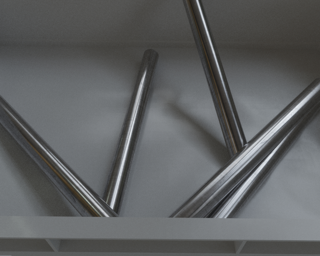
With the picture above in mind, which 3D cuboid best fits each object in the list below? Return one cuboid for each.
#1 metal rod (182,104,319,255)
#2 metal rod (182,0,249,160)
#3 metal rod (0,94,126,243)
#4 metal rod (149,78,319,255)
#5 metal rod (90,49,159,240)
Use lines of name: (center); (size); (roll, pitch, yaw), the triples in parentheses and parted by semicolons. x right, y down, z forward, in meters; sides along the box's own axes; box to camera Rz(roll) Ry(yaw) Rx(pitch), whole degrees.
metal rod: (0.132, 0.036, 0.376); (0.025, 0.025, 0.302); (35, 58, 25)
metal rod: (0.063, -0.101, 0.409); (0.025, 0.025, 0.299); (-12, 77, -10)
metal rod: (-0.146, 0.023, 0.365); (0.025, 0.025, 0.300); (-37, 54, -27)
metal rod: (0.108, 0.027, 0.354); (0.302, 0.025, 0.025); (-37, 60, -24)
metal rod: (-0.036, -0.005, 0.408); (0.025, 0.025, 0.300); (7, 50, 5)
